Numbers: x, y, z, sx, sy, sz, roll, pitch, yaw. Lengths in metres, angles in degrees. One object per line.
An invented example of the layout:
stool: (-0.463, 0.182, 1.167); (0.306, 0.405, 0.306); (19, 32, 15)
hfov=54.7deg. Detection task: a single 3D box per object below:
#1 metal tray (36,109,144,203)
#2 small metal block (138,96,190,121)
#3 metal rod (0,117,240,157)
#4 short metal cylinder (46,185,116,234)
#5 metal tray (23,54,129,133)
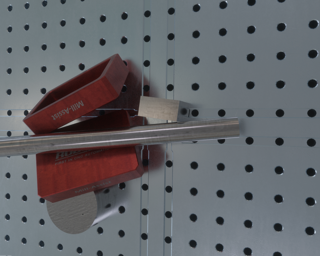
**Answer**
metal tray: (-0.094, 0.036, 0.408); (0.131, 0.030, 0.090); (-17, 62, 3)
small metal block: (0.006, -0.024, 0.397); (0.050, 0.050, 0.025); (9, 93, 19)
metal rod: (-0.058, 0.012, 0.380); (0.302, 0.025, 0.025); (-5, 88, 7)
short metal cylinder: (-0.111, 0.102, 0.438); (0.080, 0.050, 0.079); (0, 91, 19)
metal tray: (-0.109, -0.045, 0.416); (0.130, 0.090, 0.030); (-24, 117, 18)
